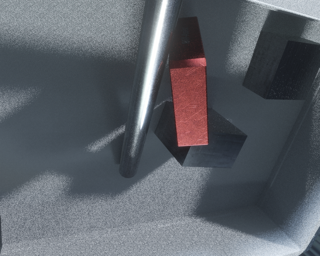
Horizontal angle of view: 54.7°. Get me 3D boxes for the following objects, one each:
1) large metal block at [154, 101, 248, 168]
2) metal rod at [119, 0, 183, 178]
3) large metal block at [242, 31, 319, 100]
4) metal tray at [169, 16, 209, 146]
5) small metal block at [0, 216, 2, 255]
[{"bbox_3d":[0.051,0.009,0.408,0.081,0.080,0.050,7,115,-32],"label":"large metal block"},{"bbox_3d":[-0.017,-0.025,0.303,0.025,0.025,0.298,-14,150,-21],"label":"metal rod"},{"bbox_3d":[0.175,-0.087,0.437,0.081,0.050,0.079,-2,119,-28],"label":"large metal block"},{"bbox_3d":[0.030,-0.054,0.325,0.030,0.130,0.089,-4,125,6],"label":"metal tray"},{"bbox_3d":[-0.213,0.129,0.356,0.050,0.050,0.025,9,114,-33],"label":"small metal block"}]
